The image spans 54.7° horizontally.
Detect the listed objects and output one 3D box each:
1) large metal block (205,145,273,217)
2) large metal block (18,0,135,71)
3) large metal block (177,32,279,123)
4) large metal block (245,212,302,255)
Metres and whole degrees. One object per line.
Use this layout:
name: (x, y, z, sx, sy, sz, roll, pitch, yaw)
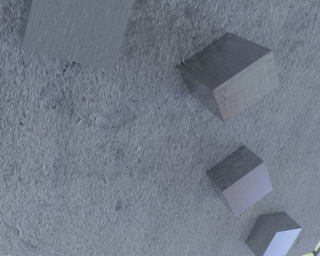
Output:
large metal block: (0.133, 0.089, 0.518, 0.080, 0.050, 0.080, -35, 129, -5)
large metal block: (-0.076, -0.107, 0.283, 0.081, 0.050, 0.079, 9, 114, -33)
large metal block: (0.081, -0.064, 0.376, 0.080, 0.080, 0.050, -34, 129, -6)
large metal block: (0.243, 0.231, 0.666, 0.081, 0.050, 0.079, 4, 117, -30)
